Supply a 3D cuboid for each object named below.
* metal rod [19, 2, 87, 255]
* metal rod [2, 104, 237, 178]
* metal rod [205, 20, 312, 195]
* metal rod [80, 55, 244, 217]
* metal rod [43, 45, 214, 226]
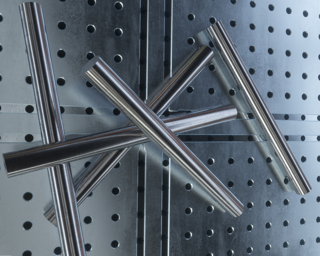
[{"bbox_3d":[-0.121,0.007,0.351,0.025,0.025,0.298,-10,87,-20],"label":"metal rod"},{"bbox_3d":[-0.023,0.007,0.376,0.303,0.025,0.025,-13,95,-31],"label":"metal rod"},{"bbox_3d":[0.154,-0.023,0.471,0.025,0.025,0.299,-36,102,-17],"label":"metal rod"},{"bbox_3d":[0.022,0.029,0.379,0.300,0.025,0.025,45,75,-31],"label":"metal rod"},{"bbox_3d":[-0.031,0.001,0.402,0.025,0.025,0.301,46,76,-15],"label":"metal rod"}]
